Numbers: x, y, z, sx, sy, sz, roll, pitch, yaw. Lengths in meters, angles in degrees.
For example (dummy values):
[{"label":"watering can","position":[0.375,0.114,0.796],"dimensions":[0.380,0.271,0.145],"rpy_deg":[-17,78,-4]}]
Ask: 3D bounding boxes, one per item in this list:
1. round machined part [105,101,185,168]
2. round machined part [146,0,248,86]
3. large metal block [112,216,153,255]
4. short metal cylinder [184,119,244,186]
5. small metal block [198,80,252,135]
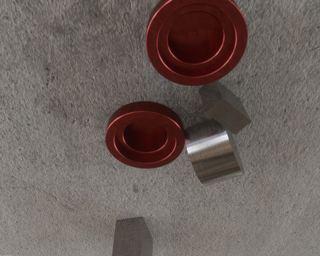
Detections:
[{"label":"round machined part","position":[-0.018,0.004,0.399],"dimensions":[0.099,0.042,0.097],"rpy_deg":[0,130,0]},{"label":"round machined part","position":[0.035,-0.095,0.316],"dimensions":[0.099,0.042,0.097],"rpy_deg":[-1,130,0]},{"label":"large metal block","position":[-0.047,0.219,0.558],"dimensions":[0.050,0.080,0.080],"rpy_deg":[-10,130,7]},{"label":"short metal cylinder","position":[0.070,0.029,0.397],"dimensions":[0.050,0.080,0.080],"rpy_deg":[-20,128,16]},{"label":"small metal block","position":[0.076,-0.027,0.368],"dimensions":[0.050,0.050,0.025],"rpy_deg":[34,117,-26]}]
